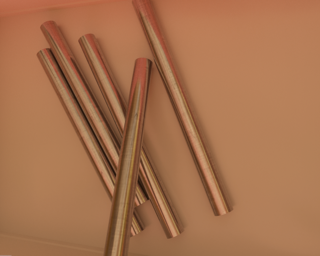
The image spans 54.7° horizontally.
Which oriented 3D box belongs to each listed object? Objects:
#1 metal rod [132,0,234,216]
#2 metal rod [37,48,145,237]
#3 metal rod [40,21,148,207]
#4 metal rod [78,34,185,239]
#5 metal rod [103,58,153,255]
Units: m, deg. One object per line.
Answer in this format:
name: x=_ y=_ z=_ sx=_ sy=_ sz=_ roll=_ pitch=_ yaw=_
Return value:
metal rod: x=0.026 y=-0.035 z=0.401 sx=0.025 sy=0.025 sz=0.299 roll=-23 pitch=82 yaw=18
metal rod: x=-0.103 y=0.014 z=0.446 sx=0.025 sy=0.025 sz=0.299 roll=-33 pitch=80 yaw=17
metal rod: x=-0.097 y=-0.026 z=0.444 sx=0.025 sy=0.025 sz=0.299 roll=-33 pitch=80 yaw=17
metal rod: x=-0.043 y=0.005 z=0.425 sx=0.025 sy=0.025 sz=0.299 roll=-28 pitch=81 yaw=18
metal rod: x=-0.037 y=0.048 z=0.360 sx=0.025 sy=0.025 sz=0.299 roll=-3 pitch=65 yaw=20
